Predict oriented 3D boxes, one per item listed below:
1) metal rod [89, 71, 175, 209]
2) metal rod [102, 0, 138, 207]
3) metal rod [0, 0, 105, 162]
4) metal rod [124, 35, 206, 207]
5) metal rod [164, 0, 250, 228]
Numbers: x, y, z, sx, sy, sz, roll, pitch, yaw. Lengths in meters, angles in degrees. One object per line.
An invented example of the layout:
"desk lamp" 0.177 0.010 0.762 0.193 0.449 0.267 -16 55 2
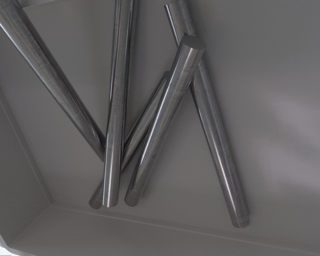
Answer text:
"metal rod" -0.049 0.037 0.457 0.025 0.025 0.298 37 129 3
"metal rod" -0.056 -0.017 0.405 0.025 0.025 0.298 18 119 17
"metal rod" -0.108 -0.036 0.357 0.025 0.025 0.299 14 152 20
"metal rod" -0.007 0.017 0.403 0.025 0.025 0.298 30 134 9
"metal rod" 0.064 0.000 0.374 0.025 0.025 0.298 -7 115 31
